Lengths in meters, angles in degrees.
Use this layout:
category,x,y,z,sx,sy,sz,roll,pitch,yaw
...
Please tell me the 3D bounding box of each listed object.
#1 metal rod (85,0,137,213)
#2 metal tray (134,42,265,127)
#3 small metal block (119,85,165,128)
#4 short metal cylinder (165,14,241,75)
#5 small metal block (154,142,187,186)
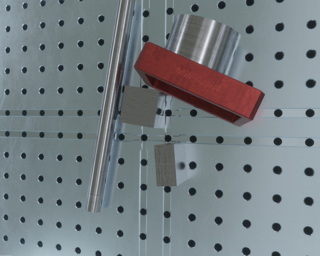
category,x,y,z,sx,sy,sz,roll,pitch,yaw
metal rod,-0.070,-0.030,0.435,0.025,0.025,0.298,11,94,19
metal tray,0.042,-0.045,0.348,0.130,0.090,0.030,25,89,7
small metal block,-0.023,-0.028,0.420,0.050,0.025,0.050,10,94,19
short metal cylinder,0.048,-0.094,0.366,0.080,0.080,0.050,20,97,18
small metal block,0.015,0.045,0.393,0.025,0.050,0.050,-5,89,20
